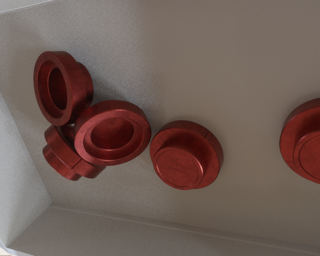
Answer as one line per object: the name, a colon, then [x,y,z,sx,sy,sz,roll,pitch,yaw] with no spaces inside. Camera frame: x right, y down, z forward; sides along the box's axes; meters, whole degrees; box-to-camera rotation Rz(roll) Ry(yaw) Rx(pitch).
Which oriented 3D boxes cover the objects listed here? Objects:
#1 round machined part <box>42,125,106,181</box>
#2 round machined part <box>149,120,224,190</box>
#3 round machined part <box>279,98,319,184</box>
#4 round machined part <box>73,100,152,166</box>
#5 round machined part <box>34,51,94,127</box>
round machined part: [-0.128,0.038,0.447,0.042,0.098,0.098,-44,94,4]
round machined part: [0.030,0.042,0.407,0.098,0.042,0.097,13,124,20]
round machined part: [0.175,0.021,0.318,0.098,0.042,0.097,13,124,20]
round machined part: [-0.064,0.002,0.410,0.099,0.042,0.097,-11,134,-11]
round machined part: [-0.126,-0.053,0.414,0.098,0.042,0.097,14,111,41]
